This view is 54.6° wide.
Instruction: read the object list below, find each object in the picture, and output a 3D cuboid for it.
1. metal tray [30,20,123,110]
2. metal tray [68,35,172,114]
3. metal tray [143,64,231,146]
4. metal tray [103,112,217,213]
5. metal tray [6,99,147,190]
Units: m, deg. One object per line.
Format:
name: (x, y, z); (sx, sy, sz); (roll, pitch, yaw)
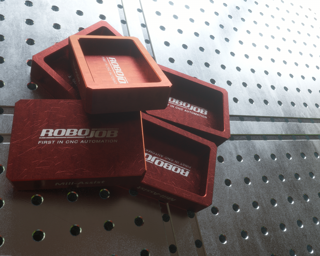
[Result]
metal tray: (-0.087, -0.081, 0.406); (0.090, 0.030, 0.131); (42, 51, 2)
metal tray: (-0.052, -0.068, 0.363); (0.091, 0.030, 0.130); (-5, 40, -22)
metal tray: (0.036, -0.032, 0.441); (0.131, 0.030, 0.090); (17, 56, -19)
metal tray: (0.004, 0.040, 0.381); (0.131, 0.030, 0.090); (23, 54, -14)
metal tray: (-0.084, 0.015, 0.328); (0.131, 0.030, 0.090); (-1, 62, -13)
